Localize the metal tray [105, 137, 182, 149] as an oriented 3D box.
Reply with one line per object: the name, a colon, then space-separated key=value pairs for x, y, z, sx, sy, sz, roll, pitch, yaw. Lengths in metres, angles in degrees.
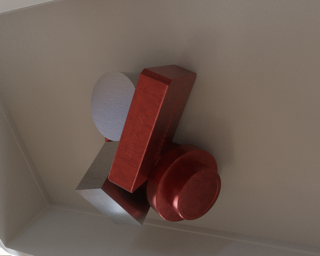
metal tray: x=-0.014 y=0.057 z=0.443 sx=0.130 sy=0.030 sz=0.089 roll=16 pitch=125 yaw=18

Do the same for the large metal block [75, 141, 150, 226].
large metal block: x=-0.049 y=0.071 z=0.410 sx=0.050 sy=0.080 sz=0.080 roll=-13 pitch=128 yaw=39

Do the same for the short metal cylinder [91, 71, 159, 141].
short metal cylinder: x=-0.037 y=-0.027 z=0.373 sx=0.080 sy=0.050 sz=0.079 roll=5 pitch=99 yaw=38

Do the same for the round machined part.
round machined part: x=0.036 y=0.073 z=0.380 sx=0.042 sy=0.099 sz=0.097 roll=29 pitch=136 yaw=49

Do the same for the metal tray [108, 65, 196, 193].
metal tray: x=-0.007 y=-0.003 z=0.345 sx=0.030 sy=0.090 sz=0.129 roll=26 pitch=112 yaw=16
